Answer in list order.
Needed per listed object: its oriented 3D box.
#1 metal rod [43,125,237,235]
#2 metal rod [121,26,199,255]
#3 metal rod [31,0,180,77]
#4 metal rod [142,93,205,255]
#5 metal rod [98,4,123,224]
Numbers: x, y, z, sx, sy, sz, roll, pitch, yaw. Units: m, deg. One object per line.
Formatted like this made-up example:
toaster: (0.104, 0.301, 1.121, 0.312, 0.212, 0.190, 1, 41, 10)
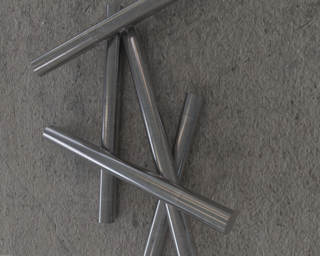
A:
metal rod: (-0.048, 0.050, 0.385, 0.300, 0.025, 0.025, 20, 97, 34)
metal rod: (-0.004, 0.009, 0.389, 0.025, 0.025, 0.299, -19, 76, 19)
metal rod: (-0.035, -0.146, 0.399, 0.301, 0.025, 0.025, -26, 81, 9)
metal rod: (0.007, 0.102, 0.406, 0.025, 0.025, 0.298, 17, 96, 19)
metal rod: (-0.068, -0.019, 0.433, 0.025, 0.025, 0.298, 3, 91, 20)
